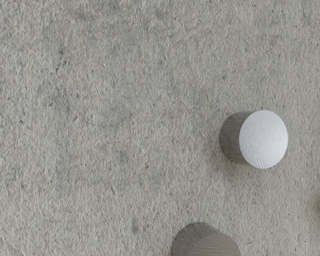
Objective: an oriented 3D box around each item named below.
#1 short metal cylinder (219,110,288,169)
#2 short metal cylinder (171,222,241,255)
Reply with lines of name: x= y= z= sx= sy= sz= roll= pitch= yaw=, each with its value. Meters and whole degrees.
short metal cylinder: x=0.133 y=0.015 z=0.445 sx=0.081 sy=0.050 sz=0.080 roll=0 pitch=90 yaw=-20
short metal cylinder: x=0.061 y=0.174 z=0.418 sx=0.081 sy=0.050 sz=0.080 roll=0 pitch=90 yaw=-20
